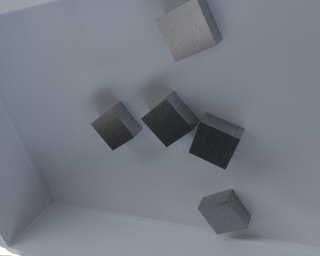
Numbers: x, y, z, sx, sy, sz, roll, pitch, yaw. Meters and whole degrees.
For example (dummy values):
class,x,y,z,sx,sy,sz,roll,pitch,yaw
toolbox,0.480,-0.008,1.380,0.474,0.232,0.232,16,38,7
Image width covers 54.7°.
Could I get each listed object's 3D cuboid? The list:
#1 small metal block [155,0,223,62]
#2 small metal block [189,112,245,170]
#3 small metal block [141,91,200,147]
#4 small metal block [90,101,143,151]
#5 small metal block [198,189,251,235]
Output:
class,x,y,z,sx,sy,sz,roll,pitch,yaw
small metal block,0.031,-0.104,0.328,0.050,0.025,0.050,-16,110,34
small metal block,0.069,0.016,0.382,0.050,0.025,0.050,25,127,12
small metal block,0.013,-0.011,0.395,0.050,0.025,0.050,48,129,-6
small metal block,-0.062,-0.002,0.440,0.050,0.025,0.050,-31,101,38
small metal block,0.090,0.118,0.434,0.050,0.025,0.050,-28,103,37
